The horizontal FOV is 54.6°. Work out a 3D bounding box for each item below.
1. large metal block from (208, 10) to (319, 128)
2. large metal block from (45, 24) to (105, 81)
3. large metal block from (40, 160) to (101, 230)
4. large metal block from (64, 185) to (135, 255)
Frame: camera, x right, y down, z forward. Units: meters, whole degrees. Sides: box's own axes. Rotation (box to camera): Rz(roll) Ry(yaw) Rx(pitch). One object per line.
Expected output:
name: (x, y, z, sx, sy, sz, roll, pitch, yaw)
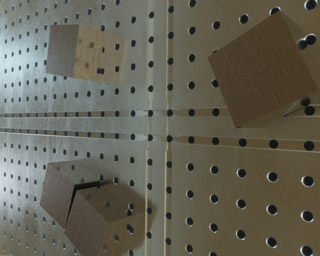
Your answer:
large metal block: (0.106, -0.052, 0.306, 0.080, 0.050, 0.080, -29, 72, 36)
large metal block: (-0.140, -0.123, 0.511, 0.080, 0.050, 0.080, 15, 100, 39)
large metal block: (-0.152, 0.109, 0.521, 0.080, 0.050, 0.080, 24, 105, 37)
large metal block: (-0.094, 0.147, 0.472, 0.080, 0.050, 0.080, 32, 110, 35)
